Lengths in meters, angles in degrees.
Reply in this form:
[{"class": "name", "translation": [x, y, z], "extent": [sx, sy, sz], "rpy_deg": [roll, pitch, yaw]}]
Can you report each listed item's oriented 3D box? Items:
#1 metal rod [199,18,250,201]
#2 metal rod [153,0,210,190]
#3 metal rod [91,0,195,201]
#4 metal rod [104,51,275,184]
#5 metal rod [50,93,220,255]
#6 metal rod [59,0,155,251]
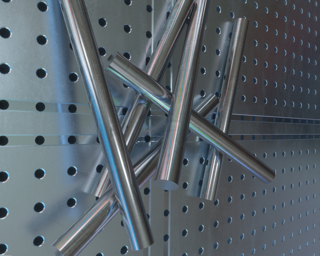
[{"class": "metal rod", "translation": [0.105, -0.035, 0.495], "extent": [0.025, 0.025, 0.299], "rpy_deg": [22, 76, -38]}, {"class": "metal rod", "translation": [0.034, -0.068, 0.380], "extent": [0.025, 0.025, 0.300], "rpy_deg": [38, 50, -33]}, {"class": "metal rod", "translation": [-0.014, -0.054, 0.395], "extent": [0.025, 0.025, 0.300], "rpy_deg": [34, 69, -35]}, {"class": "metal rod", "translation": [0.056, 0.000, 0.408], "extent": [0.301, 0.025, 0.025], "rpy_deg": [34, 69, -28]}, {"class": "metal rod", "translation": [-0.006, 0.037, 0.380], "extent": [0.302, 0.025, 0.025], "rpy_deg": [-43, 116, -39]}, {"class": "metal rod", "translation": [-0.060, -0.025, 0.318], "extent": [0.025, 0.025, 0.299], "rpy_deg": [-15, 87, -39]}]
